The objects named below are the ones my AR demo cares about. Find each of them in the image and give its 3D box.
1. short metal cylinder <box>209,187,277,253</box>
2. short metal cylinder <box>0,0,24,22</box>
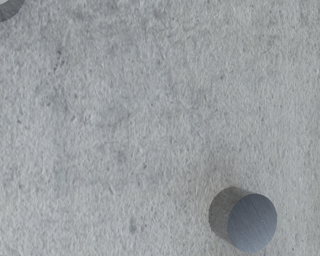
[{"bbox_3d":[0.117,0.128,0.441,0.081,0.050,0.079,0,90,-21],"label":"short metal cylinder"},{"bbox_3d":[-0.188,-0.158,0.326,0.081,0.050,0.079,0,90,-20],"label":"short metal cylinder"}]
